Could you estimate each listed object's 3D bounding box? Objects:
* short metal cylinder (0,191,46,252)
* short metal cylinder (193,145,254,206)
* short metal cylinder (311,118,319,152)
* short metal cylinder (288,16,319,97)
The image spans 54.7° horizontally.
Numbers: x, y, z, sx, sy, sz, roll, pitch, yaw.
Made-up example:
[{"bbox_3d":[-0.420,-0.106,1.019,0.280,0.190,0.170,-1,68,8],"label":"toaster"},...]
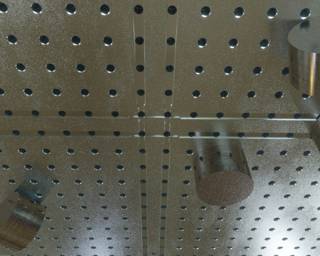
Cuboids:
[{"bbox_3d":[-0.233,0.150,0.500,0.080,0.080,0.050,-33,123,24],"label":"short metal cylinder"},{"bbox_3d":[0.092,0.070,0.457,0.081,0.050,0.079,0,130,0],"label":"short metal cylinder"},{"bbox_3d":[0.253,0.015,0.412,0.081,0.050,0.079,0,130,0],"label":"short metal cylinder"},{"bbox_3d":[0.174,-0.075,0.314,0.080,0.080,0.050,-13,129,10],"label":"short metal cylinder"}]
